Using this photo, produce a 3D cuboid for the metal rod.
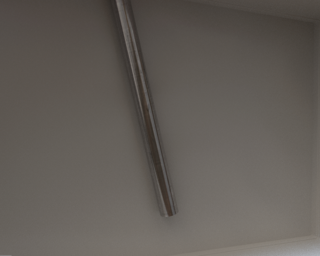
[{"bbox_3d":[-0.020,-0.031,0.403,0.025,0.025,0.298,-15,95,-20],"label":"metal rod"}]
